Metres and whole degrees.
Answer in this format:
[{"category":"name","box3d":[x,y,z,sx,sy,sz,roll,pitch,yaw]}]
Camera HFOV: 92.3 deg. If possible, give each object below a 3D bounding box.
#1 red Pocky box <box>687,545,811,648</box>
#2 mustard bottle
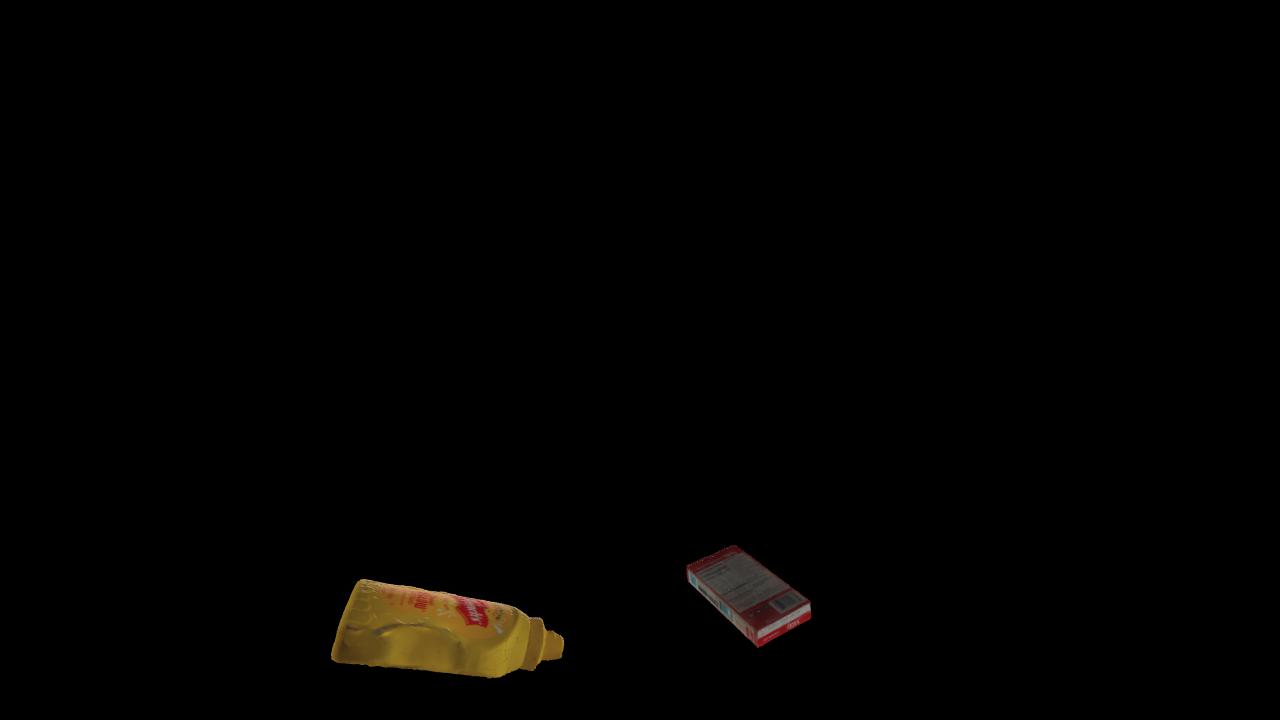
[{"category":"red Pocky box","box3d":[0.132,0.289,0.768,0.083,0.028,0.155,-16,17,-23]},{"category":"mustard bottle","box3d":[-0.153,0.231,0.520,0.184,0.054,0.092,16,-8,-15]}]
